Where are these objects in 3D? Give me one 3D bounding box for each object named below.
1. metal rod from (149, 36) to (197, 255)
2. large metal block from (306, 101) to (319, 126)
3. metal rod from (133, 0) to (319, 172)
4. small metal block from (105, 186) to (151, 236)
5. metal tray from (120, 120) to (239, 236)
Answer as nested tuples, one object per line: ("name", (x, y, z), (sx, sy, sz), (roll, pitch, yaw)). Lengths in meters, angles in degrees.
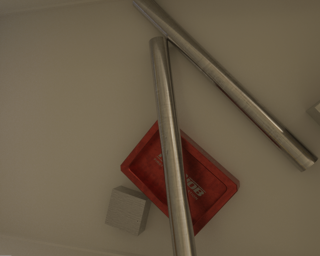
("metal rod", (0.014, 0.030, 0.363), (0.025, 0.025, 0.299), (-12, 73, 19))
("large metal block", (0.202, -0.026, 0.311), (0.080, 0.080, 0.050), (-42, 77, 15))
("metal rod", (0.071, -0.066, 0.384), (0.025, 0.025, 0.300), (-46, 76, 14))
("small metal block", (-0.043, 0.112, 0.425), (0.050, 0.025, 0.050), (15, 95, 19))
("metal tray", (0.024, 0.061, 0.398), (0.130, 0.030, 0.090), (42, 103, 14))
